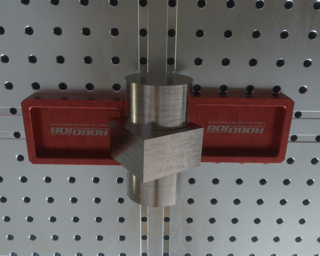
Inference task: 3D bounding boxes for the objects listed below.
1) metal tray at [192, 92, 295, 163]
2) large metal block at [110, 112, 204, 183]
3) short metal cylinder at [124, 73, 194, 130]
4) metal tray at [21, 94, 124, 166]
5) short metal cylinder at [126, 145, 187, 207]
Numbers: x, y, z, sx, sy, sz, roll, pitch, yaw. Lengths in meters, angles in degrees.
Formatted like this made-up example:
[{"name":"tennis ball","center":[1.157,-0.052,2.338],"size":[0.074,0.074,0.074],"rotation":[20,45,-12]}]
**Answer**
[{"name":"metal tray","center":[0.102,0.000,0.411],"size":[0.131,0.030,0.089],"rotation":[1,110,-1]},{"name":"large metal block","center":[-0.006,0.017,0.375],"size":[0.081,0.080,0.050],"rotation":[-11,114,-33]},{"name":"short metal cylinder","center":[-0.002,-0.035,0.371],"size":[0.081,0.080,0.050],"rotation":[1,110,-1]},{"name":"metal tray","center":[-0.107,0.003,0.410],"size":[0.131,0.030,0.089],"rotation":[1,110,-1]},{"name":"short metal cylinder","center":[-0.004,0.059,0.405],"size":[0.081,0.080,0.050],"rotation":[2,110,-1]}]
